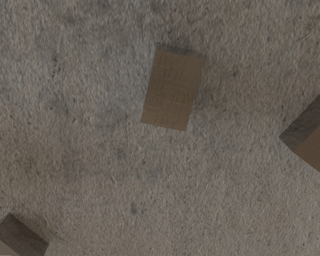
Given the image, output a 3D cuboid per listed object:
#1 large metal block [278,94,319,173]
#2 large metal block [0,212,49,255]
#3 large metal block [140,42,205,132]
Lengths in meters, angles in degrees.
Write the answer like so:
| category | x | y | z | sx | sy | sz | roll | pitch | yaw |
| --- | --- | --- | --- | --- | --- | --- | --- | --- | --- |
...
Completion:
| category | x | y | z | sx | sy | sz | roll | pitch | yaw |
| --- | --- | --- | --- | --- | --- | --- | --- | --- | --- |
| large metal block | 0.221 | 0.014 | 0.405 | 0.080 | 0.050 | 0.080 | 35 | 106 | -12 |
| large metal block | -0.232 | 0.188 | 0.463 | 0.080 | 0.050 | 0.080 | -39 | 106 | 12 |
| large metal block | 0.012 | -0.051 | 0.362 | 0.050 | 0.080 | 0.079 | 12 | 110 | -5 |
